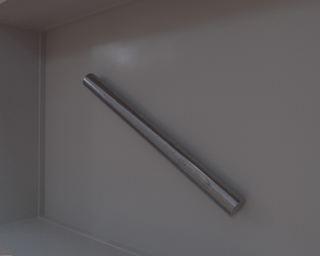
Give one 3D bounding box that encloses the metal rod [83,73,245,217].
[{"bbox_3d":[-0.014,0.005,0.413,0.300,0.025,0.025,40,114,32],"label":"metal rod"}]
